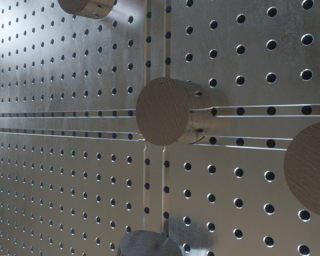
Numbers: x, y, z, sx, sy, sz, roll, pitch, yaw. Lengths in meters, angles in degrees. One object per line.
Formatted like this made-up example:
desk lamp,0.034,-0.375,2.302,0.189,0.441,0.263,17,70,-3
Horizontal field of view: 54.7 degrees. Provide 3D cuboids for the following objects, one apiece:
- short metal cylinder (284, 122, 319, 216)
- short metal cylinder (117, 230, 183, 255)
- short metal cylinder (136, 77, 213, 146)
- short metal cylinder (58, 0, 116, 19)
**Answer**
short metal cylinder,0.155,0.033,0.265,0.080,0.050,0.079,0,90,39
short metal cylinder,-0.017,0.173,0.385,0.080,0.081,0.050,25,106,37
short metal cylinder,0.017,-0.019,0.377,0.080,0.050,0.079,0,90,39
short metal cylinder,-0.113,-0.212,0.476,0.080,0.050,0.079,6,101,33
